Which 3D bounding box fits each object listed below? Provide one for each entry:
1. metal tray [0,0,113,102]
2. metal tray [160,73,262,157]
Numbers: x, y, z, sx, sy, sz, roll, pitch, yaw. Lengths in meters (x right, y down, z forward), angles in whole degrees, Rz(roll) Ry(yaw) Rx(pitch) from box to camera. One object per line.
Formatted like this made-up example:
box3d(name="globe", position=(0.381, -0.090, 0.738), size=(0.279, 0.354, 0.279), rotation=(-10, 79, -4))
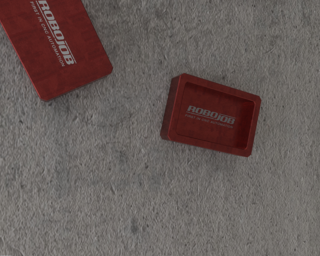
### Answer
box3d(name="metal tray", position=(-0.124, -0.106, 0.360), size=(0.091, 0.030, 0.129), rotation=(-28, 99, -18))
box3d(name="metal tray", position=(0.073, -0.015, 0.432), size=(0.131, 0.030, 0.090), rotation=(13, 86, -20))
